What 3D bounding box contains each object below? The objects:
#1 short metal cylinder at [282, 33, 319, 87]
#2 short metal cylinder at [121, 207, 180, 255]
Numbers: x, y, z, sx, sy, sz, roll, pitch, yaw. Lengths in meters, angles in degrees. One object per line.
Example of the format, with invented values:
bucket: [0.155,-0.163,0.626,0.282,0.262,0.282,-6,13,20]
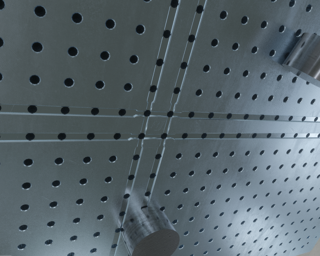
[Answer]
short metal cylinder: [0.225,-0.093,0.441,0.080,0.080,0.050,20,108,-36]
short metal cylinder: [-0.016,0.173,0.493,0.081,0.050,0.079,-14,124,-21]
